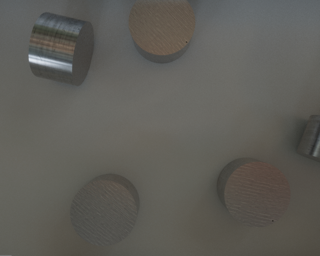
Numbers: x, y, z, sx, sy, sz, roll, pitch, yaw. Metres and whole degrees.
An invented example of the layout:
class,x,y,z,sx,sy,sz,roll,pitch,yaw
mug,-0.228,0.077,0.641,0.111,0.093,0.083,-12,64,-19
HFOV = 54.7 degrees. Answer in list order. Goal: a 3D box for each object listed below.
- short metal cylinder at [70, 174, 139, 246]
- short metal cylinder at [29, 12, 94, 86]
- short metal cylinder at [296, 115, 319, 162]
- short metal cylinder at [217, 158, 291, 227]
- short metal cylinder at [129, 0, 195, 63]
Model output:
class,x,y,z,sx,sy,sz,roll,pitch,yaw
short metal cylinder,-0.068,0.102,0.398,0.081,0.050,0.080,0,90,0
short metal cylinder,-0.119,-0.096,0.383,0.050,0.080,0.080,13,90,0
short metal cylinder,0.219,0.021,0.385,0.080,0.080,0.050,21,90,0
short metal cylinder,0.118,0.080,0.400,0.081,0.050,0.080,0,90,0
short metal cylinder,0.002,-0.128,0.399,0.081,0.050,0.080,0,90,0
